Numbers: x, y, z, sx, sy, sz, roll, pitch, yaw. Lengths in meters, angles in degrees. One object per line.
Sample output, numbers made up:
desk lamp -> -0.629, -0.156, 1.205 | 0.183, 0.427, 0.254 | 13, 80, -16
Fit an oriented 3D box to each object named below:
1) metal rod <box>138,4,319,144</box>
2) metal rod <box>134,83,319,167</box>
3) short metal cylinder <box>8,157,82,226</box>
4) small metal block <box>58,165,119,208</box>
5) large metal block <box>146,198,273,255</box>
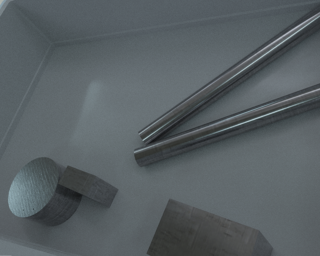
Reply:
metal rod -> 0.102, -0.071, 0.395 | 0.300, 0.025, 0.025 | -35, 52, 4
metal rod -> 0.109, -0.012, 0.355 | 0.301, 0.025, 0.025 | -20, 54, 15
short metal cylinder -> -0.152, 0.086, 0.415 | 0.080, 0.050, 0.080 | -13, 56, 20
small metal block -> -0.089, 0.074, 0.390 | 0.050, 0.050, 0.025 | 13, 68, 33
large metal block -> 0.048, 0.110, 0.277 | 0.080, 0.080, 0.050 | 12, 68, 33
